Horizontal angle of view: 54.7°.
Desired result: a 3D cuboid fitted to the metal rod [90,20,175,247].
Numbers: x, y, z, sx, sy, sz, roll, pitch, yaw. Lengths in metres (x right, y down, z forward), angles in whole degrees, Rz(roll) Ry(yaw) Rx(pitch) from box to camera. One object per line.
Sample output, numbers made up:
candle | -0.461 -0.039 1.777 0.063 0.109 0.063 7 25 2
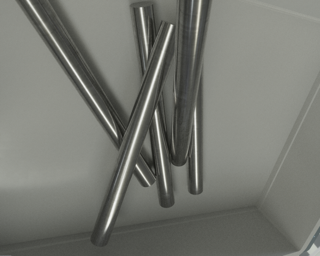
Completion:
metal rod | -0.035 0.024 0.371 0.025 0.025 0.298 6 115 -32

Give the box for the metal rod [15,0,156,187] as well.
metal rod | -0.070 -0.029 0.353 0.025 0.025 0.299 -33 129 -7

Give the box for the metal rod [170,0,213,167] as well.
metal rod | 0.026 -0.029 0.327 0.025 0.025 0.299 -25 153 -13

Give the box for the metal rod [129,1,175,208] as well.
metal rod | -0.004 -0.006 0.404 0.025 0.025 0.298 -19 126 -17

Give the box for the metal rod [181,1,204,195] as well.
metal rod | 0.046 -0.024 0.421 0.025 0.025 0.298 -18 126 -18
